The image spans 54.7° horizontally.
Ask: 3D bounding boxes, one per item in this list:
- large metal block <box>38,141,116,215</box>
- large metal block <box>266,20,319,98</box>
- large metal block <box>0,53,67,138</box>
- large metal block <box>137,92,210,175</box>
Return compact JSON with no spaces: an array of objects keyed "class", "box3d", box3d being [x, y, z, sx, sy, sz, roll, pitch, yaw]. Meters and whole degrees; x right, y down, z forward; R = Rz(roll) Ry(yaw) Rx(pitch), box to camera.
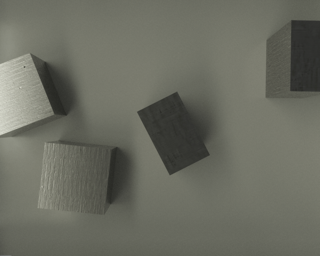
[{"class":"large metal block","box3d":[-0.103,0.061,0.398,0.081,0.050,0.079,6,90,-1]},{"class":"large metal block","box3d":[0.171,-0.081,0.386,0.050,0.080,0.079,1,90,0]},{"class":"large metal block","box3d":[-0.179,-0.039,0.397,0.080,0.050,0.080,-21,90,-1]},{"class":"large metal block","box3d":[0.015,0.006,0.384,0.050,0.080,0.080,-27,90,0]}]
